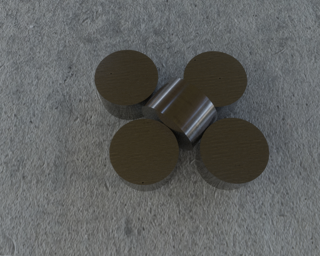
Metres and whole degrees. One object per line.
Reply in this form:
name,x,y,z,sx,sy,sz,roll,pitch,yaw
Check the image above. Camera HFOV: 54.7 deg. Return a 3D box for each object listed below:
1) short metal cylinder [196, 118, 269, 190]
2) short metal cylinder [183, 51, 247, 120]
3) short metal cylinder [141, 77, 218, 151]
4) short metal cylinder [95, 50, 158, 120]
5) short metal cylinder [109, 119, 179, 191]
short metal cylinder,0.087,0.033,0.384,0.081,0.050,0.080,0,70,0
short metal cylinder,0.070,-0.055,0.415,0.081,0.050,0.080,0,70,0
short metal cylinder,0.024,-0.017,0.387,0.080,0.080,0.050,38,74,12
short metal cylinder,-0.043,-0.057,0.415,0.081,0.050,0.080,0,70,0
short metal cylinder,-0.018,0.035,0.382,0.081,0.050,0.080,0,70,0
